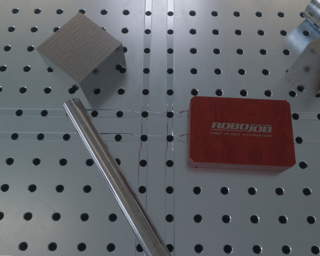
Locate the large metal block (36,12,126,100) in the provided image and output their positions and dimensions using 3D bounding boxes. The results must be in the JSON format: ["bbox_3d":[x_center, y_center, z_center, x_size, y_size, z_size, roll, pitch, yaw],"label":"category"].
[{"bbox_3d":[-0.107,-0.100,0.434,0.080,0.050,0.080,39,74,13],"label":"large metal block"}]

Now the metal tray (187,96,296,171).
[{"bbox_3d":[0.104,0.007,0.407,0.131,0.030,0.090,3,70,1],"label":"metal tray"}]

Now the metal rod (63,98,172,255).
[{"bbox_3d":[-0.041,0.086,0.379,0.025,0.025,0.299,-30,73,-10],"label":"metal rod"}]

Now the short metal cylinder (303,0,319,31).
[{"bbox_3d":[0.259,-0.177,0.449,0.080,0.080,0.050,-34,74,-11],"label":"short metal cylinder"}]

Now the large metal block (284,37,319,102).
[{"bbox_3d":[0.229,-0.090,0.417,0.080,0.080,0.050,-31,73,-11],"label":"large metal block"}]
